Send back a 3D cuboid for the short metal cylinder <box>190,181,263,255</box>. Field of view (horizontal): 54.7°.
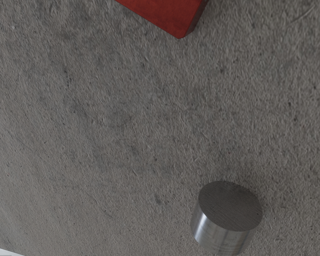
[{"bbox_3d":[0.084,0.114,0.398,0.080,0.080,0.050,21,126,15],"label":"short metal cylinder"}]

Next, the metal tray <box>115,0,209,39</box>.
[{"bbox_3d":[0.015,-0.164,0.294,0.090,0.030,0.129,33,129,6],"label":"metal tray"}]
